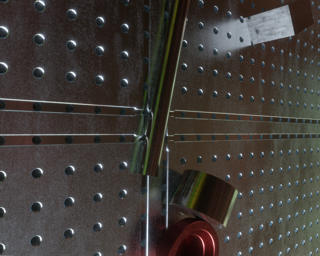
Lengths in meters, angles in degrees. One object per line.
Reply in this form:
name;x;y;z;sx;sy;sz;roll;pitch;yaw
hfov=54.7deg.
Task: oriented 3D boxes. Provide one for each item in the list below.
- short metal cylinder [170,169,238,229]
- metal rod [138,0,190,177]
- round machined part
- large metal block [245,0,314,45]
short metal cylinder;0.060;0.098;0.427;0.080;0.080;0.050;40;66;-33
metal rod;0.012;-0.084;0.420;0.025;0.025;0.299;18;79;-39
round machined part;0.034;0.172;0.428;0.099;0.042;0.097;-2;93;-39
large metal block;0.216;-0.193;0.557;0.081;0.080;0.050;-32;111;-36
